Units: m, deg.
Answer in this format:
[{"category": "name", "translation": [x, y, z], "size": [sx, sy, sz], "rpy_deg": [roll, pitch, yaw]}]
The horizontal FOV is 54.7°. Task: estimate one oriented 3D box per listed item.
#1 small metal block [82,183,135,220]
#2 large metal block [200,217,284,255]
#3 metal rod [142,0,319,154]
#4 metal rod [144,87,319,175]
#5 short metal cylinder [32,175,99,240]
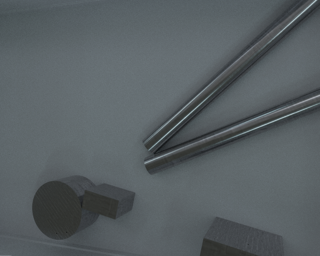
[{"category": "small metal block", "translation": [-0.069, 0.098, 0.420], "size": [0.050, 0.050, 0.025], "rpy_deg": [13, 94, 19]}, {"category": "large metal block", "translation": [0.091, 0.146, 0.349], "size": [0.080, 0.080, 0.050], "rpy_deg": [12, 94, 19]}, {"category": "metal rod", "translation": [0.093, -0.072, 0.377], "size": [0.299, 0.025, 0.025], "rpy_deg": [-42, 77, 14]}, {"category": "metal rod", "translation": [0.117, -0.006, 0.369], "size": [0.300, 0.025, 0.025], "rpy_deg": [-23, 83, 18]}, {"category": "short metal cylinder", "translation": [-0.132, 0.111, 0.442], "size": [0.080, 0.050, 0.079], "rpy_deg": [0, 90, 19]}]
